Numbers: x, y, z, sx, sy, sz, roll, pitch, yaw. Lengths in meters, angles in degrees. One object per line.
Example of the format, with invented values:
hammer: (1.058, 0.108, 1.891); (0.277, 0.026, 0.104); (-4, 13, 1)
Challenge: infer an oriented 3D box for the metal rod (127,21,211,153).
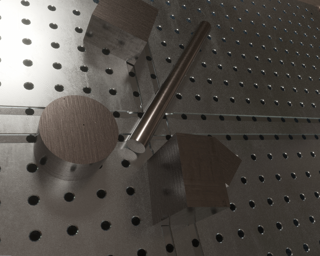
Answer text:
metal rod: (0.026, -0.081, 0.473); (0.025, 0.025, 0.301); (34, 51, -7)

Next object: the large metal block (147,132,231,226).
large metal block: (0.027, 0.061, 0.352); (0.050, 0.080, 0.080); (7, 59, -25)

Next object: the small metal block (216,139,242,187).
small metal block: (0.077, 0.049, 0.421); (0.050, 0.025, 0.050); (41, 51, -1)

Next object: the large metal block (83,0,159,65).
large metal block: (-0.056, -0.153, 0.457); (0.080, 0.050, 0.080); (24, 53, -14)

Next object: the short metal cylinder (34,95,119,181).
short metal cylinder: (-0.092, 0.011, 0.337); (0.081, 0.050, 0.080); (14, 56, -21)
